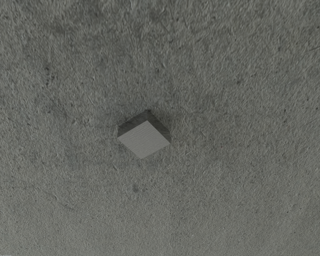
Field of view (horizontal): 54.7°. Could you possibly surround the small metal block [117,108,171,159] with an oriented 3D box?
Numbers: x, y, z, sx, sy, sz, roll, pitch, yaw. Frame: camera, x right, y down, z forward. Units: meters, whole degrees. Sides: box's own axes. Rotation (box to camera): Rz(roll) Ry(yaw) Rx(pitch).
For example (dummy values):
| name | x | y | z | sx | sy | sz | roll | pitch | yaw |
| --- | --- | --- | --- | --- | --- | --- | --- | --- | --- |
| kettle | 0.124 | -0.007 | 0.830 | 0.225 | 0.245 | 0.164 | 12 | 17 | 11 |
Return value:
| name | x | y | z | sx | sy | sz | roll | pitch | yaw |
| --- | --- | --- | --- | --- | --- | --- | --- | --- | --- |
| small metal block | -0.021 | 0.009 | 0.416 | 0.050 | 0.025 | 0.050 | -30 | 125 | 22 |
